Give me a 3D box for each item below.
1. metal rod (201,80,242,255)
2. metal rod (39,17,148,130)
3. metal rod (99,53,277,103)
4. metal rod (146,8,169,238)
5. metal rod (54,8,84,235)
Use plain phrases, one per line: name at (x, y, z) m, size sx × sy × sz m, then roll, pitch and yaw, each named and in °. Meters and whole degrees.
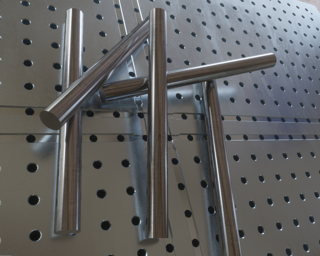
metal rod at (0.081, 0.041, 0.428) m, size 0.025 × 0.025 × 0.299 m, roll 12°, pitch 57°, yaw -22°
metal rod at (-0.056, -0.099, 0.419) m, size 0.025 × 0.025 × 0.301 m, roll 36°, pitch 45°, yaw -5°
metal rod at (0.057, -0.080, 0.462) m, size 0.303 × 0.025 × 0.025 m, roll -15°, pitch 70°, yaw -26°
metal rod at (-0.003, -0.021, 0.387) m, size 0.025 × 0.025 × 0.299 m, roll 9°, pitch 68°, yaw -24°
metal rod at (-0.105, -0.030, 0.370) m, size 0.025 × 0.025 × 0.299 m, roll 7°, pitch 58°, yaw -25°
